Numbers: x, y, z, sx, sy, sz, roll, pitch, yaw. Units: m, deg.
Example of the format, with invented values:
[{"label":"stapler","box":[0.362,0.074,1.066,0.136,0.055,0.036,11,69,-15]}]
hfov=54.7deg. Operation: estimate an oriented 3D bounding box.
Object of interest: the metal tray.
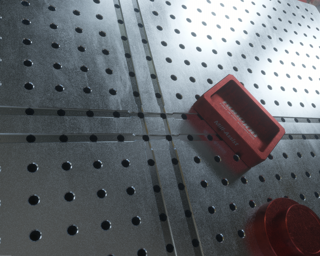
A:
[{"label":"metal tray","box":[0.125,-0.014,0.483,0.130,0.030,0.091,48,51,5]}]

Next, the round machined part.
[{"label":"round machined part","box":[0.179,0.140,0.411,0.099,0.042,0.098,14,56,-21]}]
